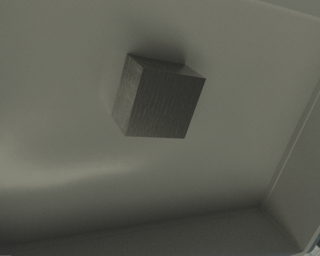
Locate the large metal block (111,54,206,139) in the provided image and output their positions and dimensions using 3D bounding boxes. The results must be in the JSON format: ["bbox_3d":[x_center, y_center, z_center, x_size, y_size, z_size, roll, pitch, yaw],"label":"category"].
[{"bbox_3d":[-0.004,-0.036,0.368,0.081,0.050,0.079,4,117,-30],"label":"large metal block"}]
